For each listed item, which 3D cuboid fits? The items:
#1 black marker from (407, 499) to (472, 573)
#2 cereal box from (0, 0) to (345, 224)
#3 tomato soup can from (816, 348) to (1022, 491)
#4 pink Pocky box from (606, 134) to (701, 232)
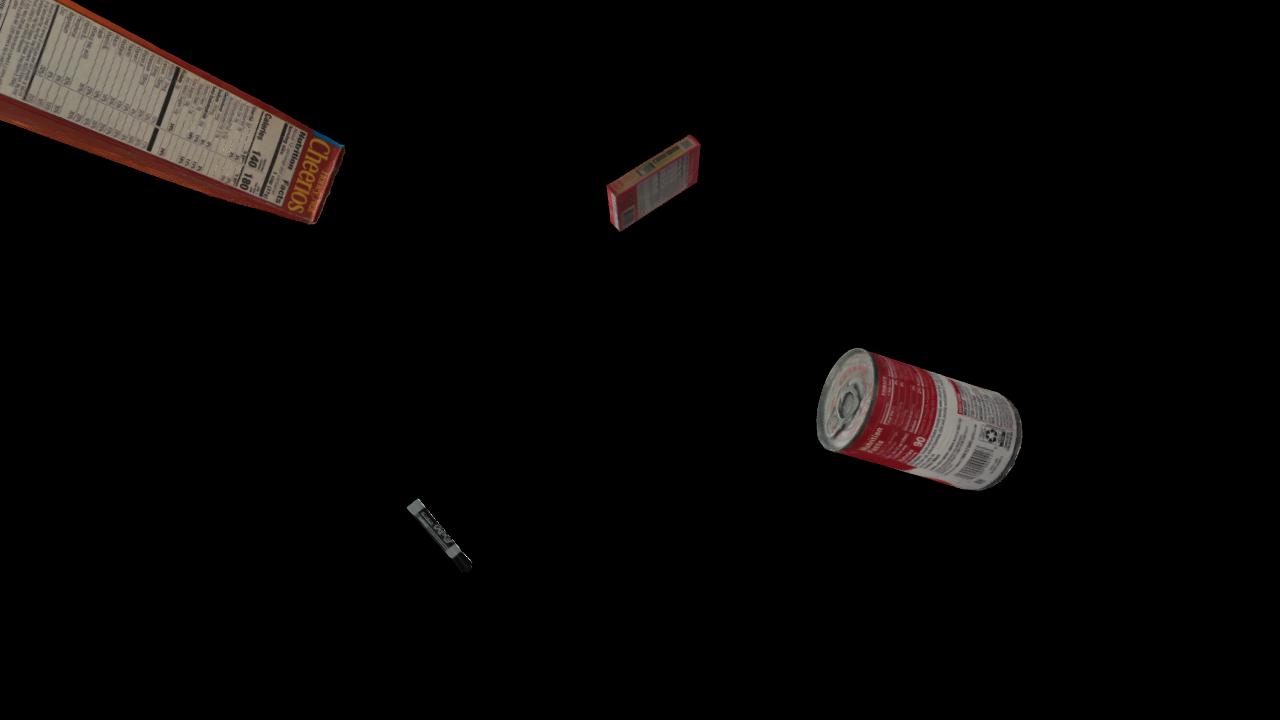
[{"bbox_3d":[-0.269,0.239,0.833,0.020,0.121,0.020,-40,2,2],"label":"black marker"},{"bbox_3d":[-0.398,-0.193,0.415,0.203,0.081,0.306,19,-1,33],"label":"cereal box"},{"bbox_3d":[0.174,0.038,0.389,0.101,0.068,0.068,16,-2,-8],"label":"tomato soup can"},{"bbox_3d":[0.021,-0.260,0.909,0.155,0.029,0.084,-35,-20,-13],"label":"pink Pocky box"}]
